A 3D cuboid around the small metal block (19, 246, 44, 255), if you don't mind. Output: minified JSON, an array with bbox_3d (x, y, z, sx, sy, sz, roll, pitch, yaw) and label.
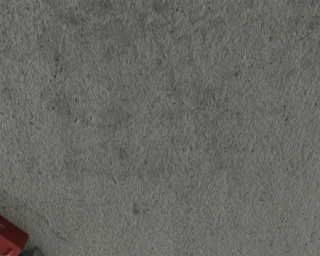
[{"bbox_3d":[-0.207,0.222,0.490,0.050,0.025,0.050,-22,109,7],"label":"small metal block"}]

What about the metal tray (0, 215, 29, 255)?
[{"bbox_3d":[-0.279,0.161,0.463,0.130,0.030,0.090,43,104,-14],"label":"metal tray"}]
